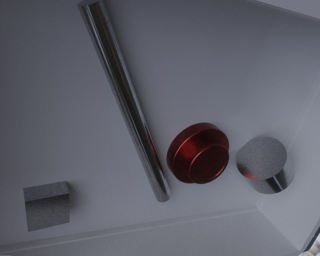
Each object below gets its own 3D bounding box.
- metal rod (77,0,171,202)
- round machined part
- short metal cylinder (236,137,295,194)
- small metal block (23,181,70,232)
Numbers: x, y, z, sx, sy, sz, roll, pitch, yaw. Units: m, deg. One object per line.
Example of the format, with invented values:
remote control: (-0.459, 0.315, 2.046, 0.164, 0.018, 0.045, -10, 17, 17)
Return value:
metal rod: (-0.031, -0.009, 0.387, 0.025, 0.025, 0.299, -27, 128, -12)
round machined part: (0.063, 0.045, 0.462, 0.099, 0.042, 0.097, -14, 125, -21)
short metal cylinder: (0.173, 0.061, 0.509, 0.080, 0.080, 0.050, -42, 130, 0)
small metal block: (-0.143, 0.099, 0.393, 0.050, 0.025, 0.050, -7, 122, -26)
